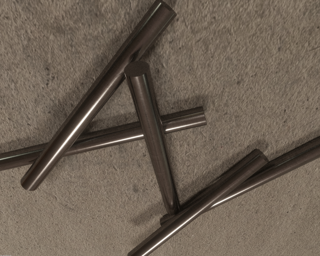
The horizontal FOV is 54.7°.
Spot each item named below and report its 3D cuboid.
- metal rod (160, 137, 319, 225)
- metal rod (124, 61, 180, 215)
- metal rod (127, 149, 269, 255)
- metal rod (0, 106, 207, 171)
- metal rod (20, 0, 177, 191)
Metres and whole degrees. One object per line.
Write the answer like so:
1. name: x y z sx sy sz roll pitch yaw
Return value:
1. metal rod: 0.121 0.096 0.490 0.299 0.025 0.025 -34 123 25
2. metal rod: 0.000 0.039 0.412 0.025 0.025 0.299 -7 139 5
3. metal rod: 0.049 0.137 0.500 0.025 0.025 0.299 34 115 -26
4. metal rod: -0.088 0.017 0.420 0.301 0.025 0.025 -13 129 10
5. metal rod: -0.087 -0.022 0.367 0.025 0.025 0.299 32 117 -24
